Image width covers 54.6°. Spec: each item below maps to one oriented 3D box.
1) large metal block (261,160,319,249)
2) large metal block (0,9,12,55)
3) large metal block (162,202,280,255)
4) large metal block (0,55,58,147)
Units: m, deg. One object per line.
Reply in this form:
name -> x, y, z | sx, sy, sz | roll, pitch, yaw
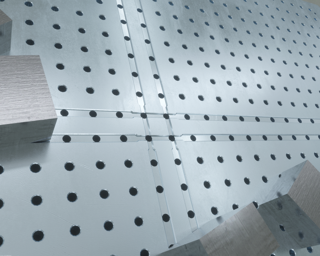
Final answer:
large metal block -> 0.204, 0.106, 0.436 | 0.080, 0.050, 0.080 | 48, 51, 5
large metal block -> -0.226, -0.113, 0.339 | 0.080, 0.050, 0.080 | 43, 51, 1
large metal block -> 0.062, 0.128, 0.327 | 0.081, 0.080, 0.050 | -20, 73, -35
large metal block -> -0.161, -0.027, 0.322 | 0.081, 0.050, 0.080 | -10, 67, -32
